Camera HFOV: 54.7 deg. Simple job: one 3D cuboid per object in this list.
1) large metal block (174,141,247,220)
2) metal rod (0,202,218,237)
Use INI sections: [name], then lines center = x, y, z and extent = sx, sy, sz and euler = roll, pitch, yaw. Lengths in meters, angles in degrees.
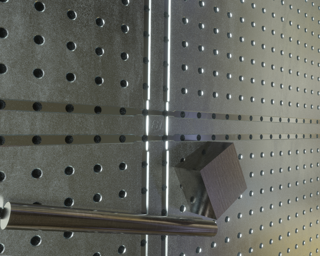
[large metal block]
center = 0.077, 0.074, 0.461
extent = 0.081, 0.050, 0.080
euler = -33, 111, -35
[metal rod]
center = -0.033, 0.119, 0.383
extent = 0.302, 0.025, 0.025
euler = 18, 79, -39
